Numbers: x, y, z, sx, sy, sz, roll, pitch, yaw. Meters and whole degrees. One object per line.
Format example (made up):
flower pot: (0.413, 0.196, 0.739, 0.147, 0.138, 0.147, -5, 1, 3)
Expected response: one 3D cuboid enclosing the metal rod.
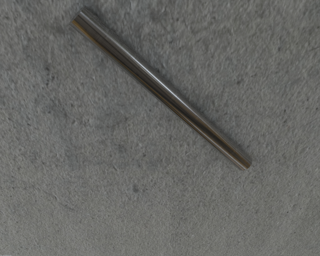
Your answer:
metal rod: (0.020, -0.031, 0.381, 0.025, 0.025, 0.301, -36, 122, 26)
